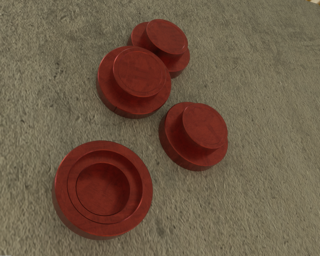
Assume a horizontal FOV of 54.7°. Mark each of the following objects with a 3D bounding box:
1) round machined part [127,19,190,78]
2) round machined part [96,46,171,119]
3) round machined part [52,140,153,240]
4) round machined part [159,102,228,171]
[{"bbox_3d":[0.003,-0.126,0.471,0.099,0.042,0.098,14,56,-21],"label":"round machined part"},{"bbox_3d":[-0.031,-0.064,0.401,0.099,0.042,0.098,6,71,-18],"label":"round machined part"},{"bbox_3d":[-0.060,0.065,0.320,0.099,0.042,0.098,14,56,-21],"label":"round machined part"},{"bbox_3d":[0.051,0.005,0.417,0.099,0.042,0.098,14,56,-21],"label":"round machined part"}]
